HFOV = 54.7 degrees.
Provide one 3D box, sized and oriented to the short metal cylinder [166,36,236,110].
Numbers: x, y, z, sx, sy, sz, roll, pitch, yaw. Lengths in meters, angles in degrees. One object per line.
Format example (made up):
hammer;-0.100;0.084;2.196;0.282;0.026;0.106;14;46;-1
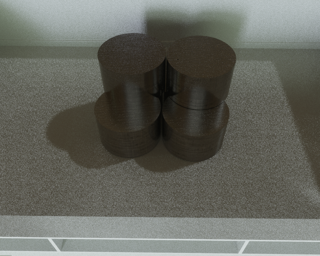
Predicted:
short metal cylinder;0.048;-0.068;0.378;0.080;0.050;0.080;0;50;0

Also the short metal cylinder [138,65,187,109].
short metal cylinder;0.006;-0.061;0.438;0.080;0.050;0.080;0;50;0

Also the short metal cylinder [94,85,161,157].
short metal cylinder;-0.039;-0.010;0.394;0.080;0.050;0.080;0;50;0

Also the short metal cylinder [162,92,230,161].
short metal cylinder;0.043;-0.005;0.391;0.080;0.050;0.080;0;50;0

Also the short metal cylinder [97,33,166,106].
short metal cylinder;-0.033;-0.073;0.383;0.080;0.050;0.080;0;50;0
